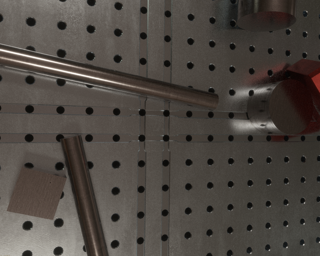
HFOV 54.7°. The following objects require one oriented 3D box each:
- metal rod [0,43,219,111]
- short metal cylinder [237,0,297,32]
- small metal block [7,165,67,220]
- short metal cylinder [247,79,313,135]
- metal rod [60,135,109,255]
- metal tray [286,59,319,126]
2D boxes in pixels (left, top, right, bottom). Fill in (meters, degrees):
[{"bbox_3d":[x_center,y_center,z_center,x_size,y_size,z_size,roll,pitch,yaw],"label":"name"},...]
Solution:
[{"bbox_3d":[-0.062,-0.061,0.390,0.302,0.025,0.025,10,87,-20],"label":"metal rod"},{"bbox_3d":[0.152,-0.175,0.441,0.081,0.080,0.050,4,89,-20],"label":"short metal cylinder"},{"bbox_3d":[-0.142,0.074,0.361,0.050,0.025,0.050,19,84,-20],"label":"small metal block"},{"bbox_3d":[0.181,-0.030,0.468,0.081,0.050,0.079,0,90,-20],"label":"short metal cylinder"},{"bbox_3d":[-0.078,0.156,0.384,0.025,0.025,0.298,-13,95,-20],"label":"metal rod"},{"bbox_3d":[0.252,-0.041,0.471,0.030,0.090,0.130,-34,103,11],"label":"metal tray"}]
